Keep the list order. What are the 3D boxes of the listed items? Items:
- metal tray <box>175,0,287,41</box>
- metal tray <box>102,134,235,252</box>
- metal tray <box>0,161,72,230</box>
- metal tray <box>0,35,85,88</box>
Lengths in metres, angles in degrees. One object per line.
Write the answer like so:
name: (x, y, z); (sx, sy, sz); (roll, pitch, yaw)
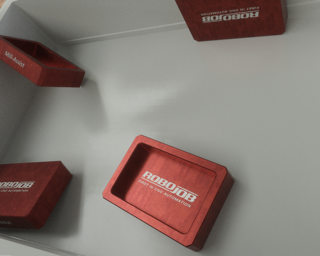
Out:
metal tray: (0.095, -0.162, 0.413); (0.130, 0.090, 0.030); (4, 64, 30)
metal tray: (0.006, 0.068, 0.357); (0.130, 0.030, 0.090); (19, 72, 35)
metal tray: (-0.199, 0.092, 0.434); (0.130, 0.030, 0.090); (-6, 41, 25)
metal tray: (-0.202, -0.110, 0.515); (0.130, 0.090, 0.030); (33, 110, 22)
